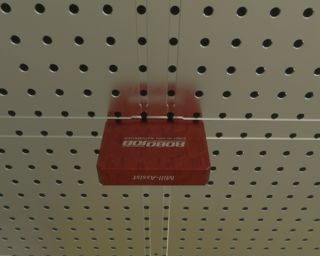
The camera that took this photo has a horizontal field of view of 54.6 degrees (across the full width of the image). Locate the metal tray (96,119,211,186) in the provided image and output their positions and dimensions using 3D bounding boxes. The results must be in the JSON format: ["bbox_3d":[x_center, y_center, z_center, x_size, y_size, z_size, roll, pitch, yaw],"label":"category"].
[{"bbox_3d":[-0.007,0.028,0.392,0.131,0.090,0.030,0,130,0],"label":"metal tray"}]
